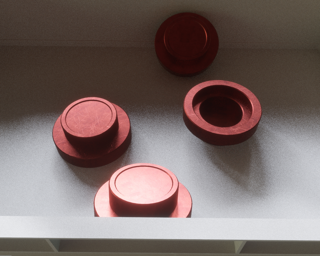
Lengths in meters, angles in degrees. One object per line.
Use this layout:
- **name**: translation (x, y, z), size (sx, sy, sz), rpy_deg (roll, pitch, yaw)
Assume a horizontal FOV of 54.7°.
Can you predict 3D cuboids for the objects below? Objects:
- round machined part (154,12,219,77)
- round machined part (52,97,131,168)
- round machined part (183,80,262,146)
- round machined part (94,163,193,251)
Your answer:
- **round machined part**: translation (0.041, -0.130, 0.473), size (0.099, 0.042, 0.097), rpy_deg (0, 86, 2)
- **round machined part**: translation (-0.087, -0.002, 0.394), size (0.099, 0.042, 0.098), rpy_deg (0, 50, 0)
- **round machined part**: translation (0.079, -0.015, 0.408), size (0.099, 0.042, 0.098), rpy_deg (0, 50, 0)
- **round machined part**: translation (-0.016, 0.071, 0.312), size (0.099, 0.042, 0.098), rpy_deg (2, 26, -1)
